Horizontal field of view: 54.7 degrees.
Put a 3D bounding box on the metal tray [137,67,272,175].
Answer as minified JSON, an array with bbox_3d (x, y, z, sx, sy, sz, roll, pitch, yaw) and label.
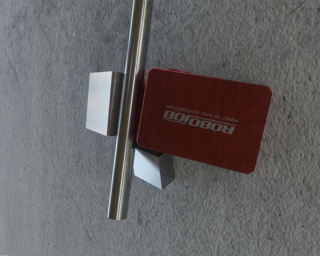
[{"bbox_3d":[0.046,-0.011,0.337,0.130,0.030,0.089,13,100,18],"label":"metal tray"}]

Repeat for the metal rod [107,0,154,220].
[{"bbox_3d":[-0.035,-0.036,0.381,0.025,0.025,0.298,10,94,39],"label":"metal rod"}]

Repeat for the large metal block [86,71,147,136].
[{"bbox_3d":[-0.062,-0.034,0.427,0.080,0.050,0.079,13,99,57],"label":"large metal block"}]

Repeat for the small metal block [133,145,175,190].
[{"bbox_3d":[-0.010,0.044,0.402,0.050,0.025,0.050,20,129,38],"label":"small metal block"}]

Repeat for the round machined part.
[{"bbox_3d":[0.010,-0.025,0.387,0.098,0.042,0.097,0,90,40],"label":"round machined part"}]
